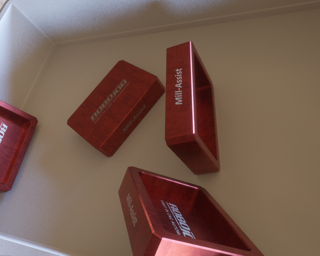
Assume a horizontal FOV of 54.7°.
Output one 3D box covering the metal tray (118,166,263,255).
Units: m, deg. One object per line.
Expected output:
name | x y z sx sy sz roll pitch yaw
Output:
metal tray | 0.017 0.080 0.268 0.130 0.091 0.030 -135 65 -71

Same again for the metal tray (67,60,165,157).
metal tray | -0.066 -0.032 0.457 0.090 0.030 0.130 32 79 38

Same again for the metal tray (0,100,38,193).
metal tray | -0.257 0.025 0.480 0.030 0.090 0.130 -16 53 42

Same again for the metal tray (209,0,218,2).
metal tray | 0.133 -0.264 0.498 0.130 0.030 0.090 -15 55 19

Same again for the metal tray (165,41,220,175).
metal tray | 0.038 -0.023 0.357 0.030 0.090 0.130 -12 57 22
